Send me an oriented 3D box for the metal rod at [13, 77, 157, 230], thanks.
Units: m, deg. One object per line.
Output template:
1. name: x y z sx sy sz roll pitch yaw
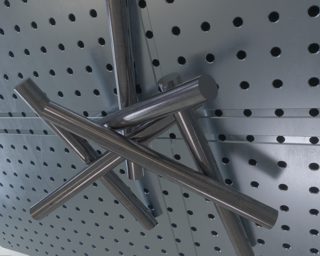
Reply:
1. metal rod: -0.094 0.052 0.453 0.025 0.025 0.300 -16 123 34

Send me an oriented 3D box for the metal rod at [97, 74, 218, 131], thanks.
1. metal rod: -0.051 -0.009 0.387 0.299 0.025 0.025 -16 111 49

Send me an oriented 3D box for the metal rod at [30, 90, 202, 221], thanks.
1. metal rod: -0.072 0.046 0.418 0.299 0.025 0.025 -36 99 20

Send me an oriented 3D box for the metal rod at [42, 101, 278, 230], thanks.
1. metal rod: -0.003 0.042 0.374 0.301 0.025 0.025 26 128 4

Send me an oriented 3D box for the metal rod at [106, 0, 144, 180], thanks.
1. metal rod: -0.044 -0.056 0.400 0.025 0.025 0.298 11 123 22

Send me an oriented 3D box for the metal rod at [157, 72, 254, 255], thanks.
1. metal rod: 0.068 0.068 0.396 0.025 0.025 0.299 -9 121 32
